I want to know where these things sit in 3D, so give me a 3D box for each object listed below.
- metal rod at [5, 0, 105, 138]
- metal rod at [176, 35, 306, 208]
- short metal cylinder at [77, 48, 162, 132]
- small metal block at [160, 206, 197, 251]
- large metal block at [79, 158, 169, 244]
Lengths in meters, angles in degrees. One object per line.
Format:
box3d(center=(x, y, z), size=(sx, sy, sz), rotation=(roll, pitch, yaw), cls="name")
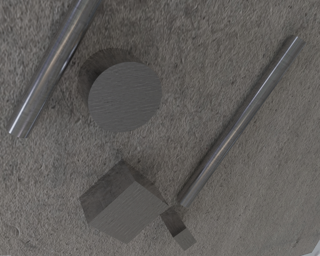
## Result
box3d(center=(-0.070, -0.118, 0.295), size=(0.025, 0.025, 0.299), rotation=(24, 105, -37), cls="metal rod")
box3d(center=(0.116, -0.002, 0.468), size=(0.025, 0.025, 0.299), rotation=(23, 106, -37), cls="metal rod")
box3d(center=(-0.045, -0.042, 0.340), size=(0.081, 0.050, 0.079), rotation=(-14, 124, -21), cls="short metal cylinder")
box3d(center=(0.030, 0.165, 0.510), size=(0.025, 0.050, 0.050), rotation=(-35, 129, -5), cls="small metal block")
box3d(center=(-0.049, 0.102, 0.428), size=(0.080, 0.050, 0.080), rotation=(-43, 130, 1), cls="large metal block")
